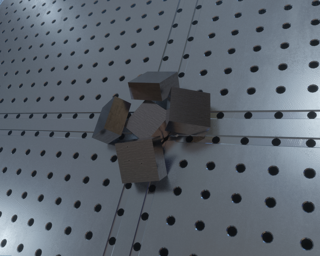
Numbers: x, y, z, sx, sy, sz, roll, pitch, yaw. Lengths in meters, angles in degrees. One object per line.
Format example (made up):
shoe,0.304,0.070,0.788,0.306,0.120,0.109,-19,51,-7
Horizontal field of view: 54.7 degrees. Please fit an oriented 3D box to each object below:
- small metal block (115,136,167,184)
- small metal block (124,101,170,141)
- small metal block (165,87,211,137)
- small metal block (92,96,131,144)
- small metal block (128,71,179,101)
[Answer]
small metal block,-0.023,0.039,0.379,0.050,0.025,0.050,-9,94,23
small metal block,-0.013,-0.006,0.416,0.050,0.025,0.050,-49,52,-7
small metal block,0.035,-0.020,0.386,0.050,0.025,0.050,9,60,-7
small metal block,-0.068,-0.010,0.434,0.050,0.025,0.050,-28,42,56
small metal block,-0.008,-0.059,0.431,0.050,0.025,0.050,6,29,31
